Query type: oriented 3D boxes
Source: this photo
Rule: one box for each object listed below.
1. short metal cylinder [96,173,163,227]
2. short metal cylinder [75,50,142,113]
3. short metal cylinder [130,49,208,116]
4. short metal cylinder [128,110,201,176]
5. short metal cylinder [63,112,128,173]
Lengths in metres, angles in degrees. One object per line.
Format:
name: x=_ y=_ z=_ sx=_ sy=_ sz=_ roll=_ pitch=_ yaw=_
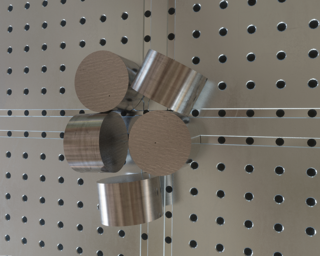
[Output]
short metal cylinder: x=-0.038 y=0.089 z=0.396 sx=0.080 sy=0.080 sz=0.050 roll=-7 pitch=88 yaw=20
short metal cylinder: x=-0.068 y=-0.060 z=0.423 sx=0.080 sy=0.050 sz=0.079 roll=0 pitch=90 yaw=21
short metal cylinder: x=0.011 y=-0.056 z=0.379 sx=0.080 sy=0.080 sz=0.050 roll=30 pitch=99 yaw=17
short metal cylinder: x=0.007 y=0.018 z=0.397 sx=0.080 sy=0.050 sz=0.079 roll=0 pitch=91 yaw=19
short metal cylinder: x=-0.083 y=0.019 z=0.413 sx=0.050 sy=0.080 sz=0.080 roll=-2 pitch=89 yaw=19
